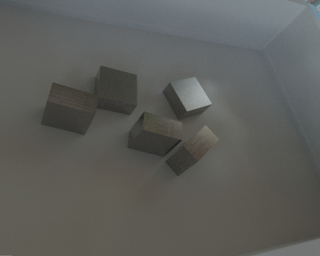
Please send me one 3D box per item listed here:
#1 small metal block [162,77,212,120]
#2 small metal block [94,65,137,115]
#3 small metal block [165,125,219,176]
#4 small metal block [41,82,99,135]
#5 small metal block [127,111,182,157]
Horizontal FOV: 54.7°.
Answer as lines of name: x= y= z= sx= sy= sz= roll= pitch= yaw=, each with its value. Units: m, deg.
small metal block: x=0.040 y=-0.044 z=0.456 sx=0.050 sy=0.025 sz=0.050 roll=-18 pitch=71 yaw=-35
small metal block: x=-0.058 y=-0.049 z=0.405 sx=0.050 sy=0.025 sz=0.050 roll=11 pitch=57 yaw=-23
small metal block: x=0.041 y=0.029 z=0.395 sx=0.025 sy=0.050 sz=0.050 roll=48 pitch=51 yaw=5
small metal block: x=-0.102 y=-0.020 z=0.348 sx=0.050 sy=0.050 sz=0.025 roll=16 pitch=56 yaw=-20
small metal block: x=-0.007 y=0.009 z=0.382 sx=0.050 sy=0.050 sz=0.025 roll=16 pitch=55 yaw=-20
